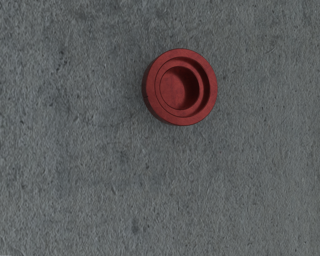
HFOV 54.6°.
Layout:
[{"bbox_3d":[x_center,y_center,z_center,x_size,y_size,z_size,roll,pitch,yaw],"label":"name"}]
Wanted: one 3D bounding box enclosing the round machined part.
[{"bbox_3d":[0.022,-0.051,0.408,0.099,0.042,0.097,0,90,-20],"label":"round machined part"}]
